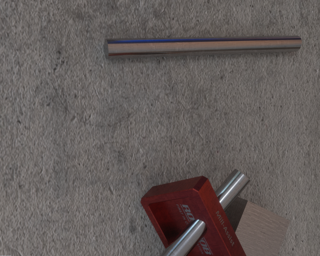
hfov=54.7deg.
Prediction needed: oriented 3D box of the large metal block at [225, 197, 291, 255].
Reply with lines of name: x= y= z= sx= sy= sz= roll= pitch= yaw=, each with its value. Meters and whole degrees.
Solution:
large metal block: x=0.126 y=0.150 z=0.444 sx=0.080 sy=0.050 sz=0.080 roll=28 pitch=81 yaw=-18

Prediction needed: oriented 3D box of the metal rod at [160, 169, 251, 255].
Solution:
metal rod: x=0.006 y=0.172 z=0.386 sx=0.025 sy=0.025 sz=0.300 roll=43 pitch=86 yaw=-16

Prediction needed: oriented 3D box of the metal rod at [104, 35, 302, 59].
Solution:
metal rod: x=0.074 y=-0.116 z=0.437 sx=0.303 sy=0.025 sz=0.025 roll=-7 pitch=93 yaw=-20

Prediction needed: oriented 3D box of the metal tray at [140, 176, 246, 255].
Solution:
metal tray: x=0.043 y=0.130 z=0.389 sx=0.030 sy=0.090 sz=0.129 roll=-38 pitch=104 yaw=-52
